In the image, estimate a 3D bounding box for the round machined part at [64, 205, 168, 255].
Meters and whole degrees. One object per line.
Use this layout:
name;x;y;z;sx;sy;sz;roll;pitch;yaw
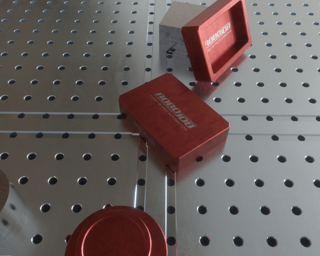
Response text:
round machined part;-0.042;0.119;0.296;0.099;0.042;0.098;0;50;0

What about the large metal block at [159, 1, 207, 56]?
large metal block;0.049;-0.171;0.535;0.080;0.050;0.080;14;51;11

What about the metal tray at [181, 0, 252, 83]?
metal tray;0.093;-0.142;0.481;0.030;0.090;0.131;13;47;42

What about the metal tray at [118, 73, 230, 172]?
metal tray;0.016;-0.014;0.416;0.091;0.030;0.130;-29;56;-23

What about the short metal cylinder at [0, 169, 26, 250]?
short metal cylinder;-0.188;0.084;0.319;0.081;0.050;0.080;0;50;0
